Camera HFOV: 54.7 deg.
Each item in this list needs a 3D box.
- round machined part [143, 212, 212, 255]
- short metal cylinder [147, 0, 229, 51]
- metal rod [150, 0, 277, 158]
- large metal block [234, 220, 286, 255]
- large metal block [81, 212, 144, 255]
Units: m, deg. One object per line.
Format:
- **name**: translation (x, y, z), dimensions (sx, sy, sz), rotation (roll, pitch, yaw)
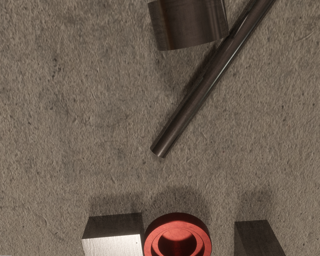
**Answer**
- **round machined part**: translation (0.025, 0.166, 0.463), dimensions (0.099, 0.042, 0.097), rotation (0, 110, -1)
- **short metal cylinder**: translation (0.031, -0.119, 0.337), dimensions (0.080, 0.080, 0.050), rotation (-12, 110, 4)
- **metal rod**: translation (0.077, -0.086, 0.379), dimensions (0.025, 0.025, 0.299), rotation (31, 107, -11)
- **large metal block**: translation (0.143, 0.194, 0.454), dimensions (0.050, 0.080, 0.079), rotation (-4, 110, 1)
- **large metal block**: translation (-0.064, 0.177, 0.461), dimensions (0.080, 0.050, 0.079), rotation (-5, 110, 1)
